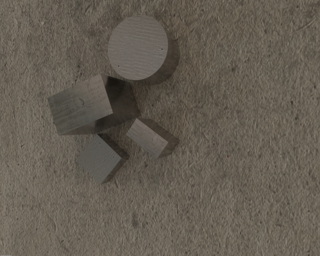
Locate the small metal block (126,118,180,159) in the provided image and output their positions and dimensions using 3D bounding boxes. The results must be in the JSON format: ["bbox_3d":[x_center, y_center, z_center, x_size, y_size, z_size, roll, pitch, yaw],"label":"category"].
[{"bbox_3d":[-0.008,0.012,0.398,0.050,0.050,0.025,37,102,16],"label":"small metal block"}]

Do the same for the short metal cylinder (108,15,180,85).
[{"bbox_3d":[-0.020,-0.099,0.403,0.080,0.050,0.080,0,90,20],"label":"short metal cylinder"}]

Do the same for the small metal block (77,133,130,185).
[{"bbox_3d":[-0.080,0.043,0.437,0.050,0.025,0.050,42,103,15],"label":"small metal block"}]

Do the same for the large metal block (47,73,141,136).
[{"bbox_3d":[-0.084,-0.027,0.409,0.080,0.080,0.050,-20,83,19],"label":"large metal block"}]
